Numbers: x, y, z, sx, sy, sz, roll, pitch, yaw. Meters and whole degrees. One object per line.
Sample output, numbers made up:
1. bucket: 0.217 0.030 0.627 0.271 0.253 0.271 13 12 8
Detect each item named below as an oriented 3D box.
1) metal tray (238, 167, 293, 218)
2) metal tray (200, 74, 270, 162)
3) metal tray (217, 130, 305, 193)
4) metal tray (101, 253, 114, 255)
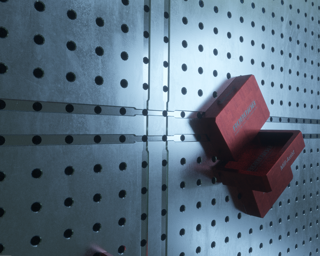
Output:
1. metal tray: 0.196 0.090 0.574 0.131 0.030 0.090 -36 112 -34
2. metal tray: 0.130 -0.018 0.518 0.131 0.030 0.090 -46 118 -30
3. metal tray: 0.167 0.048 0.509 0.131 0.090 0.030 -38 114 -34
4. metal tray: -0.077 0.220 0.343 0.131 0.030 0.090 -42 116 -32
